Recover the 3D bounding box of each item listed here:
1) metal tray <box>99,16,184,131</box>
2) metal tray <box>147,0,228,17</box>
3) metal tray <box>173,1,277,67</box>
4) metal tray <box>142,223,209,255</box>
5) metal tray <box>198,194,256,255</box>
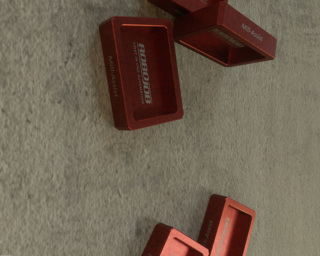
[{"bbox_3d":[-0.020,-0.068,0.386,0.091,0.030,0.129,-14,99,-39],"label":"metal tray"},{"bbox_3d":[0.045,-0.200,0.440,0.131,0.030,0.090,14,81,-39],"label":"metal tray"},{"bbox_3d":[0.093,-0.126,0.442,0.131,0.090,0.030,14,81,-40],"label":"metal tray"},{"bbox_3d":[0.006,0.205,0.409,0.090,0.030,0.130,42,65,-32],"label":"metal tray"},{"bbox_3d":[0.101,0.181,0.489,0.090,0.030,0.130,32,70,-36],"label":"metal tray"}]
